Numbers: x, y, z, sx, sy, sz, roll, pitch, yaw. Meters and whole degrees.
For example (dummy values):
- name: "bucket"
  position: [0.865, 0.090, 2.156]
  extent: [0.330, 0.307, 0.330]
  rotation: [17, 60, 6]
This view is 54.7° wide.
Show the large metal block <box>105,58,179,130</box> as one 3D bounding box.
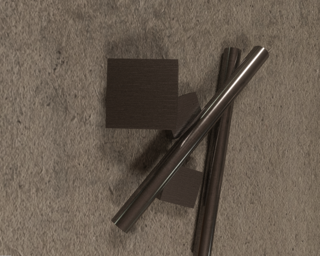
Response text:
- name: "large metal block"
  position: [-0.019, -0.038, 0.374]
  extent: [0.080, 0.050, 0.079]
  rotation: [2, 90, 4]

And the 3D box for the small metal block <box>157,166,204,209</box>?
- name: "small metal block"
  position: [0.026, 0.077, 0.420]
  extent: [0.050, 0.025, 0.050]
  rotation: [19, 84, -20]

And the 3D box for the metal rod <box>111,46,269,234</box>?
- name: "metal rod"
  position: [0.047, 0.006, 0.401]
  extent: [0.025, 0.025, 0.300]
  rotation: [44, 77, -15]

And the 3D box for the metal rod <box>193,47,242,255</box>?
- name: "metal rod"
  position: [0.082, 0.034, 0.440]
  extent: [0.025, 0.025, 0.298]
  rotation: [10, 86, -20]

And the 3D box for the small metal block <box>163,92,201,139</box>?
- name: "small metal block"
  position: [0.029, -0.017, 0.421]
  extent: [0.050, 0.025, 0.050]
  rotation: [-21, 97, -19]
